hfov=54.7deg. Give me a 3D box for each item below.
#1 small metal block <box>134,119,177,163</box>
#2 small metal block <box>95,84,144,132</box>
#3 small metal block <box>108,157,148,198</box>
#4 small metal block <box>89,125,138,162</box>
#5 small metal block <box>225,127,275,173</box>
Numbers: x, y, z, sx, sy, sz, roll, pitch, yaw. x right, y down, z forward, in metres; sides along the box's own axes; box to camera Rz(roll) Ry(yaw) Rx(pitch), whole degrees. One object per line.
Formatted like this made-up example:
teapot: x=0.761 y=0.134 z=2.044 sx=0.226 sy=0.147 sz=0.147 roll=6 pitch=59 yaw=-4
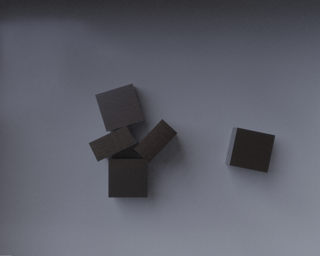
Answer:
small metal block: x=-0.005 y=0.016 z=0.399 sx=0.025 sy=0.050 sz=0.050 roll=43 pitch=90 yaw=0
small metal block: x=-0.052 y=-0.026 z=0.411 sx=0.050 sy=0.025 sz=0.050 roll=-17 pitch=90 yaw=-1
small metal block: x=-0.041 y=0.065 z=0.411 sx=0.050 sy=0.025 sz=0.050 roll=0 pitch=90 yaw=-1
small metal block: x=-0.058 y=0.019 z=0.398 sx=0.050 sy=0.050 sz=0.025 roll=-25 pitch=90 yaw=0
small metal block: x=0.120 y=0.029 z=0.413 sx=0.050 sy=0.025 sz=0.050 roll=12 pitch=90 yaw=-1
